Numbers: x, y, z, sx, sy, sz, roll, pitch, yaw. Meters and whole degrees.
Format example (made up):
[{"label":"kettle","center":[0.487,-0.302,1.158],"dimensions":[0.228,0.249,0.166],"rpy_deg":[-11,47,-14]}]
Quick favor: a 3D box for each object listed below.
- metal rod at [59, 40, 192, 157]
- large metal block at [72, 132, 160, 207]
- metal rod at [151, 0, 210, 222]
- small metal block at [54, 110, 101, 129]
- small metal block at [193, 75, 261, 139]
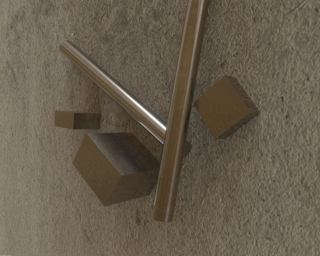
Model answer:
[{"label":"metal rod","center":[-0.066,-0.055,0.456],"dimensions":[0.300,0.025,0.025],"rpy_deg":[41,115,32]},{"label":"large metal block","center":[-0.054,0.050,0.412],"dimensions":[0.080,0.081,0.050],"rpy_deg":[44,116,31]},{"label":"metal rod","center":[0.027,-0.043,0.358],"dimensions":[0.025,0.025,0.298],"rpy_deg":[9,89,39]},{"label":"small metal block","center":[-0.131,-0.013,0.494],"dimensions":[0.050,0.050,0.025],"rpy_deg":[8,95,39]},{"label":"small metal block","center":[0.073,-0.022,0.344],"dimensions":[0.050,0.025,0.050],"rpy_deg":[-42,65,31]}]
